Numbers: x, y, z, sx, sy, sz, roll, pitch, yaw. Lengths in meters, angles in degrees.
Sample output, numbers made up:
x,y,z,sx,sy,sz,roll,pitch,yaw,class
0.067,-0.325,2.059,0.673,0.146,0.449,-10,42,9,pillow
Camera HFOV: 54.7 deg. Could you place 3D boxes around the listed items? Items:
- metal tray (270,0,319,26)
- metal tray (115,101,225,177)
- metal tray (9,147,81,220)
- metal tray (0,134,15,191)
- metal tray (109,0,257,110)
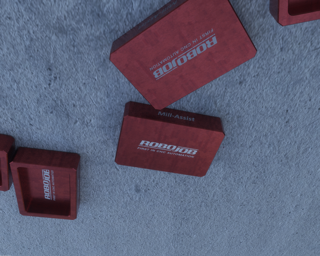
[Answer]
x,y,z,sx,sy,sz,roll,pitch,yaw,class
0.169,-0.151,0.276,0.131,0.030,0.090,-9,130,7,metal tray
0.011,0.018,0.420,0.131,0.030,0.089,10,130,-9,metal tray
-0.172,0.090,0.478,0.091,0.030,0.129,7,130,-7,metal tray
-0.277,0.041,0.435,0.131,0.030,0.089,12,129,-10,metal tray
0.024,-0.085,0.332,0.130,0.030,0.090,-29,125,22,metal tray
